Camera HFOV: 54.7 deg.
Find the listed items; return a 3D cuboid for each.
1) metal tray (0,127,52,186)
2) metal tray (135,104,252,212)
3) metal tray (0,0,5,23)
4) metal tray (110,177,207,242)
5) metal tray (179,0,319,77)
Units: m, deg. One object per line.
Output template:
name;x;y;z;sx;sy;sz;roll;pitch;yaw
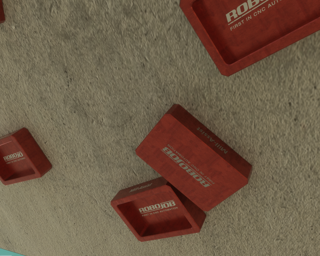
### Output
metal tray;-0.274;0.057;0.583;0.130;0.030;0.090;-16;110;34
metal tray;0.042;0.042;0.408;0.130;0.030;0.089;40;129;0
metal tray;-0.262;-0.211;0.412;0.090;0.030;0.129;19;126;17
metal tray;-0.005;0.128;0.485;0.130;0.030;0.090;-25;105;36
metal tray;0.094;-0.115;0.282;0.130;0.030;0.090;-25;105;37
